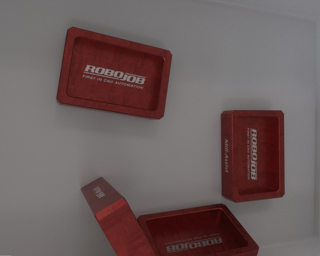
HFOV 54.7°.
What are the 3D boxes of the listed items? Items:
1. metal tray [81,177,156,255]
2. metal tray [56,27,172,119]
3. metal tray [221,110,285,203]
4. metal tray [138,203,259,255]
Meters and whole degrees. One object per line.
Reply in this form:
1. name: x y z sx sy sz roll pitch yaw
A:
1. metal tray: -0.046 0.108 0.338 0.030 0.130 0.090 -30 100 -17
2. metal tray: -0.055 -0.064 0.387 0.131 0.030 0.089 9 87 -20
3. metal tray: 0.138 0.039 0.458 0.091 0.030 0.129 -1 90 -20
4. metal tray: 0.044 0.142 0.389 0.131 0.090 0.030 -3 116 -20
